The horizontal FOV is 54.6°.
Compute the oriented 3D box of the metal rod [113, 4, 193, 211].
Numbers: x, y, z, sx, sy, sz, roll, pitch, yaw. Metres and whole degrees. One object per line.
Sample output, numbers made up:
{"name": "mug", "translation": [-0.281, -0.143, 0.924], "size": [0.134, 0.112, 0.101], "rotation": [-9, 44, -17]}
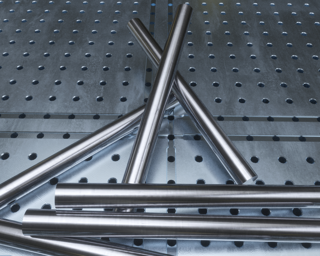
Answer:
{"name": "metal rod", "translation": [-0.002, -0.037, 0.389], "size": [0.025, 0.025, 0.300], "rotation": [12, 66, 10]}

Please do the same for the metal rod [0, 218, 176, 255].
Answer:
{"name": "metal rod", "translation": [-0.023, 0.129, 0.299], "size": [0.301, 0.025, 0.025], "rotation": [9, 51, 8]}

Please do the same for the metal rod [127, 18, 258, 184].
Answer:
{"name": "metal rod", "translation": [0.030, -0.051, 0.419], "size": [0.025, 0.025, 0.299], "rotation": [-22, 60, -18]}

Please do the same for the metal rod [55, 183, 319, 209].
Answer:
{"name": "metal rod", "translation": [0.049, 0.071, 0.324], "size": [0.302, 0.025, 0.025], "rotation": [2, 50, -8]}

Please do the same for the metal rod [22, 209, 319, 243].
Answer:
{"name": "metal rod", "translation": [0.022, 0.098, 0.309], "size": [0.302, 0.025, 0.025], "rotation": [3, 50, -4]}

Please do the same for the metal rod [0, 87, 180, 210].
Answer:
{"name": "metal rod", "translation": [-0.080, 0.017, 0.393], "size": [0.302, 0.025, 0.025], "rotation": [-32, 57, -24]}
